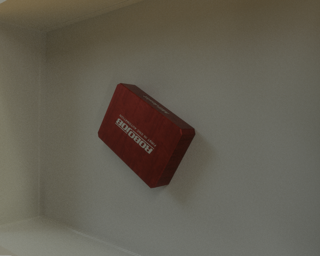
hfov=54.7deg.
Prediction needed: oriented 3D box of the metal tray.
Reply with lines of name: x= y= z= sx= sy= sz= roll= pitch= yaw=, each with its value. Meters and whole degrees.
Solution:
metal tray: x=-0.024 y=0.007 z=0.421 sx=0.130 sy=0.030 sz=0.089 roll=39 pitch=113 yaw=33
